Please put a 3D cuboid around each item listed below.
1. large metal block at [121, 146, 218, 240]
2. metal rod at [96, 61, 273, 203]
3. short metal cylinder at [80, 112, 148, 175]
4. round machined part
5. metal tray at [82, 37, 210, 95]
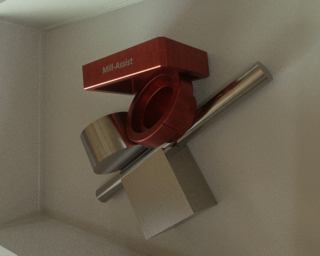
[{"bbox_3d":[0.009,0.077,0.378,0.080,0.050,0.080,-40,66,32],"label":"large metal block"},{"bbox_3d":[0.010,0.022,0.395,0.299,0.025,0.025,-40,66,32],"label":"metal rod"},{"bbox_3d":[-0.059,0.021,0.416,0.080,0.081,0.050,-40,66,32],"label":"short metal cylinder"},{"bbox_3d":[0.005,-0.020,0.370,0.098,0.042,0.098,-35,40,36],"label":"round machined part"},{"bbox_3d":[-0.019,-0.068,0.375,0.130,0.091,0.030,-8,85,39],"label":"metal tray"}]
